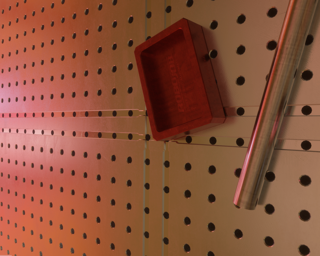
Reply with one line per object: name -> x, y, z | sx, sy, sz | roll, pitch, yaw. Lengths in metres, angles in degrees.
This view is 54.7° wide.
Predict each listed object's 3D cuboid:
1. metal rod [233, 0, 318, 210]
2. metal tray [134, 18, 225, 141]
metal rod -> 0.123, -0.061, 0.306 | 0.025, 0.025, 0.298 | 21, 103, 38
metal tray -> 0.021, -0.057, 0.387 | 0.090, 0.030, 0.129 | -21, 77, 37
